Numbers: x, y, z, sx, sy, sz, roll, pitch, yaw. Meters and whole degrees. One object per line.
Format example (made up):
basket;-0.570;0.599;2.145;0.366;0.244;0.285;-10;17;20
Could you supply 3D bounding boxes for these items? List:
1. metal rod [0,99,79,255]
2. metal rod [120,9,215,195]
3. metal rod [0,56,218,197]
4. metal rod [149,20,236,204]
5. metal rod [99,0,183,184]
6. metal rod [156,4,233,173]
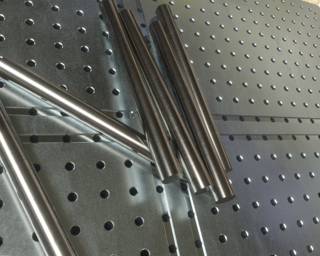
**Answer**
metal rod;-0.138;0.043;0.307;0.025;0.025;0.299;-23;74;-36
metal rod;-0.002;-0.053;0.419;0.025;0.025;0.299;-6;59;-31
metal rod;-0.053;0.004;0.377;0.301;0.025;0.025;30;52;-9
metal rod;0.035;-0.041;0.432;0.025;0.025;0.299;-1;56;-29
metal rod;-0.034;-0.067;0.410;0.025;0.025;0.299;-4;57;-30
metal rod;0.046;-0.072;0.476;0.025;0.025;0.299;-3;63;-30
